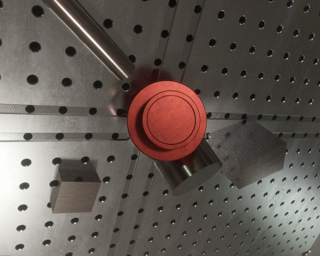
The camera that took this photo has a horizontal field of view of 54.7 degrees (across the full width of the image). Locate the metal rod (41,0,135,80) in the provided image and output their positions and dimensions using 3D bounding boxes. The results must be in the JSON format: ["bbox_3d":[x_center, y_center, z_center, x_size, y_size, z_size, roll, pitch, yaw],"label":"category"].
[{"bbox_3d":[-0.120,-0.146,0.255,0.025,0.025,0.300,-44,130,2],"label":"metal rod"}]

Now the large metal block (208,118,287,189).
[{"bbox_3d":[0.130,0.036,0.471,0.081,0.080,0.050,-20,126,-17],"label":"large metal block"}]

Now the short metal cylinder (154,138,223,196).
[{"bbox_3d":[0.039,0.051,0.430,0.080,0.050,0.080,-27,155,-13],"label":"short metal cylinder"}]

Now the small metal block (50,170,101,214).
[{"bbox_3d":[-0.110,0.083,0.403,0.050,0.025,0.050,8,115,-32],"label":"small metal block"}]

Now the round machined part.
[{"bbox_3d":[0.010,-0.009,0.371,0.099,0.042,0.097,0,89,-10],"label":"round machined part"}]
